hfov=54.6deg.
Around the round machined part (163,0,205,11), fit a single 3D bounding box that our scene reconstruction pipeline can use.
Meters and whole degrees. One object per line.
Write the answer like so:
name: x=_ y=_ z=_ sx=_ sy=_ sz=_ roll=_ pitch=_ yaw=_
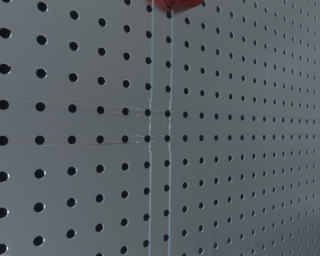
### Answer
round machined part: x=0.037 y=-0.217 z=0.427 sx=0.099 sy=0.042 sz=0.097 roll=0 pitch=90 yaw=-40
